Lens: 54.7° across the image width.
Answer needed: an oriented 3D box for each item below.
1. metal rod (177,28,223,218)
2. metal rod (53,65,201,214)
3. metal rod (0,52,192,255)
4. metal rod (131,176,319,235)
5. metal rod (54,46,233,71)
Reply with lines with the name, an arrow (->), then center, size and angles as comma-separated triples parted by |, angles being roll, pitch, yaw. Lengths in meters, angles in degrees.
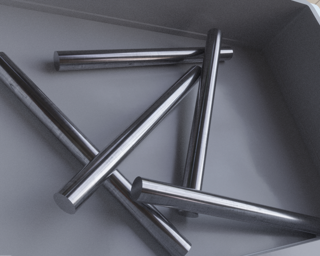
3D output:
metal rod -> 0.061, -0.026, 0.434 | 0.025, 0.025, 0.300 | 22, 60, -16
metal rod -> -0.013, -0.010, 0.382 | 0.025, 0.025, 0.301 | 42, 44, 0
metal rod -> -0.080, 0.029, 0.344 | 0.300, 0.025, 0.025 | 45, 51, 3
metal rod -> 0.105, 0.102, 0.376 | 0.302, 0.025, 0.025 | 18, 55, -27
metal rod -> -0.004, -0.108, 0.468 | 0.303, 0.025, 0.025 | -11, 68, -33
